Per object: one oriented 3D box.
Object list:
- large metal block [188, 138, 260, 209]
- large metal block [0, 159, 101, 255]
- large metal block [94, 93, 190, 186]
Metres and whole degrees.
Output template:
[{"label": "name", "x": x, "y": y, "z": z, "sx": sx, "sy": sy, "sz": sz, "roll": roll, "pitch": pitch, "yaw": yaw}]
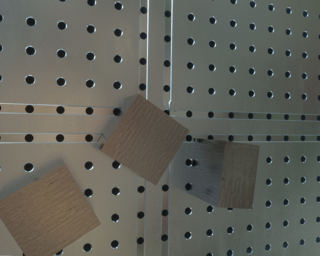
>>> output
[{"label": "large metal block", "x": 0.083, "y": 0.058, "z": 0.416, "sx": 0.050, "sy": 0.080, "sz": 0.080, "roll": 9, "pitch": 87, "yaw": -20}, {"label": "large metal block", "x": -0.126, "y": 0.093, "z": 0.353, "sx": 0.080, "sy": 0.050, "sz": 0.080, "roll": -31, "pitch": 100, "yaw": -18}, {"label": "large metal block", "x": -0.024, "y": 0.014, "z": 0.392, "sx": 0.080, "sy": 0.050, "sz": 0.080, "roll": 35, "pitch": 78, "yaw": -17}]
